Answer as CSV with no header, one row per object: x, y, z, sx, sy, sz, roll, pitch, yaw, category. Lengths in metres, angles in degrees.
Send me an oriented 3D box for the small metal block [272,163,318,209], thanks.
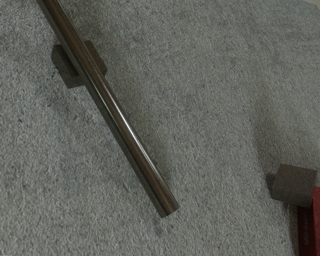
0.193,0.081,0.443,0.050,0.025,0.050,9,42,31,small metal block

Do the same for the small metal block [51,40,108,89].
-0.104,-0.083,0.399,0.050,0.025,0.050,-21,73,-36,small metal block

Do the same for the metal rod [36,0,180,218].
-0.064,-0.032,0.365,0.025,0.025,0.299,-27,84,-37,metal rod

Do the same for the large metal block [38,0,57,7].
-0.165,-0.233,0.442,0.080,0.050,0.080,38,51,-3,large metal block

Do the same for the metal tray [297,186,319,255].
0.241,0.157,0.438,0.090,0.030,0.130,26,52,-13,metal tray
